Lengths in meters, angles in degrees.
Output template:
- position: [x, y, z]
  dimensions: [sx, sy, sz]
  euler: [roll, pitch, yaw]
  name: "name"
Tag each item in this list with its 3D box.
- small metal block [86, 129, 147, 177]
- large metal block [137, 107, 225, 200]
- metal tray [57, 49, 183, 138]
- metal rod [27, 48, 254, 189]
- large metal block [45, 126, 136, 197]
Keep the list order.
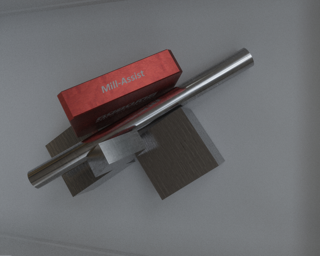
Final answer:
- position: [-0.052, 0.030, 0.361]
  dimensions: [0.025, 0.050, 0.050]
  euler: [61, 144, 10]
  name: "small metal block"
- position: [0.022, 0.031, 0.387]
  dimensions: [0.080, 0.050, 0.080]
  euler: [-35, 79, 16]
  name: "large metal block"
- position: [-0.045, -0.037, 0.361]
  dimensions: [0.131, 0.090, 0.030]
  euler: [-25, 82, -15]
  name: "metal tray"
- position: [-0.024, -0.011, 0.377]
  dimensions: [0.301, 0.025, 0.025]
  euler: [-30, 80, 2]
  name: "metal rod"
- position: [-0.095, 0.035, 0.426]
  dimensions: [0.080, 0.050, 0.080]
  euler: [-35, 79, 16]
  name: "large metal block"
